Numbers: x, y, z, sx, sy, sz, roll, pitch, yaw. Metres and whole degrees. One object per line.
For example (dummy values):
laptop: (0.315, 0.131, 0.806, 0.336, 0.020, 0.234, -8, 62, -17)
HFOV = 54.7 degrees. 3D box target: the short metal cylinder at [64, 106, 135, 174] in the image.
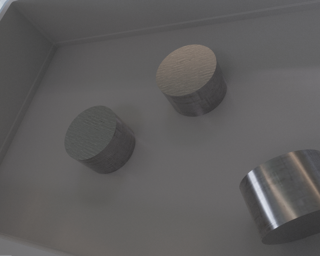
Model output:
short metal cylinder: (-0.081, 0.016, 0.422, 0.080, 0.050, 0.080, -13, 56, 21)

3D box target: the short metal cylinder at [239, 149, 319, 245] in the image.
short metal cylinder: (0.117, 0.062, 0.271, 0.080, 0.080, 0.050, -25, 53, 12)

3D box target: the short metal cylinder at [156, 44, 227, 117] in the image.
short metal cylinder: (0.042, -0.062, 0.406, 0.080, 0.050, 0.080, -13, 56, 21)
